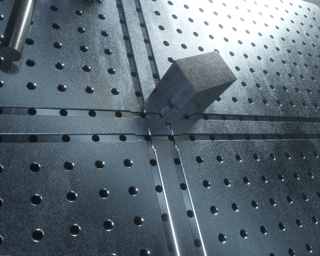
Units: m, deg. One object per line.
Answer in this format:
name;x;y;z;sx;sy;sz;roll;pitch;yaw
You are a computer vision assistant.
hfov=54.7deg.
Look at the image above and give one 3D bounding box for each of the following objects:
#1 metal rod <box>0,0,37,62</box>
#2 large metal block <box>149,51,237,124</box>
metal rod;-0.180;-0.215;0.442;0.025;0.025;0.299;12;57;-22
large metal block;0.045;-0.056;0.431;0.081;0.080;0.050;-21;73;-36
